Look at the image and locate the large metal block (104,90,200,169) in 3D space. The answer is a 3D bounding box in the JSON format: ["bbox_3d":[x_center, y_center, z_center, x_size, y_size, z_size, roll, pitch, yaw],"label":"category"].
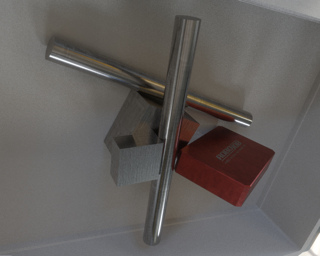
[{"bbox_3d":[-0.011,0.006,0.390,0.080,0.050,0.080,19,108,-36],"label":"large metal block"}]

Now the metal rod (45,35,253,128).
[{"bbox_3d":[0.012,-0.045,0.388,0.302,0.025,0.025,15,110,-35],"label":"metal rod"}]

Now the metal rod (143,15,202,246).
[{"bbox_3d":[0.008,0.025,0.364,0.025,0.025,0.298,-6,121,-26],"label":"metal rod"}]

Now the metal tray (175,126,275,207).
[{"bbox_3d":[0.089,0.043,0.408,0.131,0.090,0.030,-25,136,-55],"label":"metal tray"}]

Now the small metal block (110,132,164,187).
[{"bbox_3d":[-0.027,0.035,0.350,0.050,0.025,0.050,-7,121,-26],"label":"small metal block"}]
